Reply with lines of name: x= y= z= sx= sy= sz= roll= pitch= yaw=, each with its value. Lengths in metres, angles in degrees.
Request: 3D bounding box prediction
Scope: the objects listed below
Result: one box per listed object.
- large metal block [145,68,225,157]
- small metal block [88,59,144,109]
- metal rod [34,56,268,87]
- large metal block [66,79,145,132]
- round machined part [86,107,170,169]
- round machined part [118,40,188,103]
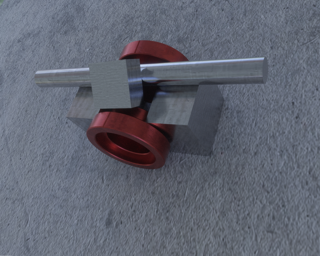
large metal block: x=0.034 y=-0.021 z=0.365 sx=0.050 sy=0.080 sz=0.080 roll=4 pitch=64 yaw=30
small metal block: x=-0.048 y=-0.048 z=0.340 sx=0.050 sy=0.025 sz=0.050 roll=1 pitch=103 yaw=30
metal rod: x=-0.034 y=-0.061 z=0.358 sx=0.300 sy=0.025 sz=0.025 roll=3 pitch=63 yaw=29
large metal block: x=-0.069 y=-0.029 z=0.424 sx=0.050 sy=0.080 sz=0.080 roll=5 pitch=64 yaw=30
round machined part: x=-0.034 y=0.008 z=0.371 sx=0.098 sy=0.098 sz=0.042 roll=5 pitch=59 yaw=30
round machined part: x=-0.009 y=-0.065 z=0.404 sx=0.098 sy=0.098 sz=0.042 roll=4 pitch=65 yaw=30
